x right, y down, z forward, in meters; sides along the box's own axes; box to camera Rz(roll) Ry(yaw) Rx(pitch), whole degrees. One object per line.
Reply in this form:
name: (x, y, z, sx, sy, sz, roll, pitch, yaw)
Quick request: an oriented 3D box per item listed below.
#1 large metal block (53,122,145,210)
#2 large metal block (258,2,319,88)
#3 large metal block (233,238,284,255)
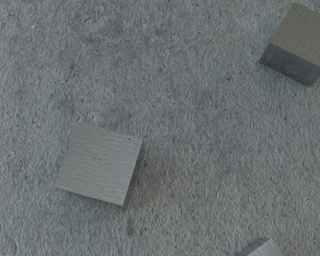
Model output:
large metal block: (-0.069, 0.047, 0.377, 0.080, 0.050, 0.080, 14, 71, 5)
large metal block: (0.201, -0.118, 0.439, 0.080, 0.050, 0.080, 30, 73, 10)
large metal block: (0.106, 0.176, 0.331, 0.080, 0.050, 0.080, -32, 73, -11)
